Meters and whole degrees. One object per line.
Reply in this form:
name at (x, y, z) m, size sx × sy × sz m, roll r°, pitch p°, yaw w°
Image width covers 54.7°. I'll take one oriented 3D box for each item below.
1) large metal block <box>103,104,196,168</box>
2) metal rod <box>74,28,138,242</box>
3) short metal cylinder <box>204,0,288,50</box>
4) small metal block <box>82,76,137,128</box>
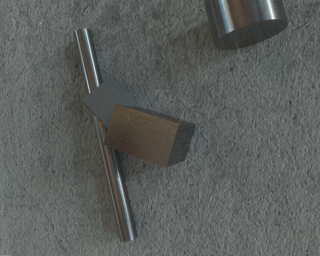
large metal block at (-0.009, 0.007, 0.382) m, size 0.080 × 0.080 × 0.050 m, roll 18°, pitch 96°, yaw 19°
metal rod at (-0.077, 0.007, 0.434) m, size 0.025 × 0.025 × 0.298 m, roll -15°, pitch 85°, yaw 19°
short metal cylinder at (0.095, -0.126, 0.346) m, size 0.080 × 0.080 × 0.050 m, roll -14°, pitch 86°, yaw 19°
small metal block at (-0.067, -0.033, 0.415) m, size 0.050 × 0.025 × 0.050 m, roll -43°, pitch 92°, yaw -12°
